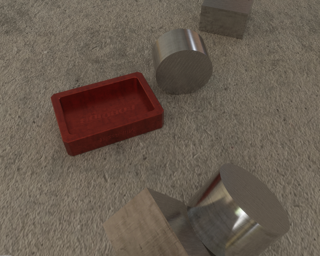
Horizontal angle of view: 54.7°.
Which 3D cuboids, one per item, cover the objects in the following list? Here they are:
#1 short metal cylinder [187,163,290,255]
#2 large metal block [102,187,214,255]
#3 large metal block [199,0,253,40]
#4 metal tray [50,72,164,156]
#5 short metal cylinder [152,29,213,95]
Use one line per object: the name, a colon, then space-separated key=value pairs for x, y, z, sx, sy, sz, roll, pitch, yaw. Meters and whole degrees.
short metal cylinder: x=0.073 y=0.080 z=0.295 sx=0.080 sy=0.050 sz=0.080 roll=30 pitch=25 yaw=-16
large metal block: x=0.008 y=0.106 z=0.269 sx=0.050 sy=0.080 sz=0.080 roll=-41 pitch=56 yaw=7
large metal block: x=0.123 y=-0.213 z=0.567 sx=0.080 sy=0.050 sz=0.080 roll=16 pitch=52 yaw=13
metal tray: x=-0.071 y=-0.023 z=0.418 sx=0.131 sy=0.030 sz=0.090 roll=-18 pitch=52 yaw=-15
short metal cylinder: x=0.031 y=-0.095 z=0.447 sx=0.081 sy=0.080 sz=0.050 roll=-5 pitch=50 yaw=-5
